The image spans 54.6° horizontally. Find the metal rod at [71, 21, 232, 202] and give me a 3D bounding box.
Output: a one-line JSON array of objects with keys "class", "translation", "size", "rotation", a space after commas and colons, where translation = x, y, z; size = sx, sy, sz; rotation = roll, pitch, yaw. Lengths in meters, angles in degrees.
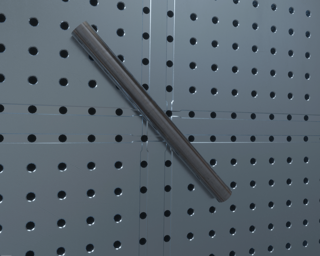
[{"class": "metal rod", "translation": [-0.003, -0.012, 0.412], "size": [0.025, 0.025, 0.300], "rotation": [-45, 104, -14]}]
